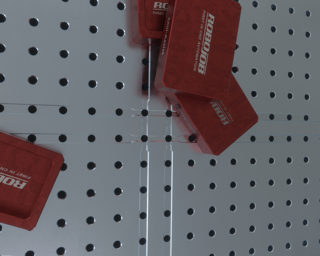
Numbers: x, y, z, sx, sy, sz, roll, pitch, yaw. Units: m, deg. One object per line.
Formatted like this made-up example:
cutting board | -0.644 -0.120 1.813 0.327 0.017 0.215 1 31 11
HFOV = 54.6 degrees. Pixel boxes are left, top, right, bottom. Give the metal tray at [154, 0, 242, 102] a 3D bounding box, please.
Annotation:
metal tray | 0.049 -0.105 0.395 0.091 0.030 0.129 11 86 -20

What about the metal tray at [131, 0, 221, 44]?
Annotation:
metal tray | 0.028 -0.160 0.419 0.131 0.030 0.090 -3 91 -20

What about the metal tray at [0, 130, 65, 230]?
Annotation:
metal tray | -0.185 0.048 0.341 0.131 0.030 0.090 24 82 -19

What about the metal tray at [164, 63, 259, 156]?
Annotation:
metal tray | 0.070 -0.038 0.435 0.090 0.030 0.130 -38 102 -16
